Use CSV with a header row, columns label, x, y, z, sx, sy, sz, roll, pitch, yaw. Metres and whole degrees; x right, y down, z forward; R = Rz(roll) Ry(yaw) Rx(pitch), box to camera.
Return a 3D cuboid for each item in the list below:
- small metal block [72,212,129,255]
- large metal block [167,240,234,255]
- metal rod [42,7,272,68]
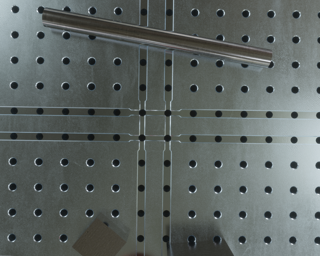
label,x,y,z,sx,sy,sz,roll,pitch,yaw
small metal block,-0.079,0.151,0.413,0.050,0.025,0.050,40,90,-1
large metal block,0.051,0.182,0.387,0.081,0.080,0.050,-4,90,-1
metal rod,-0.003,-0.120,0.413,0.302,0.025,0.025,10,90,-1
